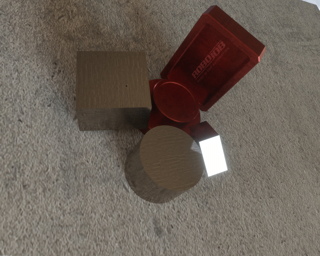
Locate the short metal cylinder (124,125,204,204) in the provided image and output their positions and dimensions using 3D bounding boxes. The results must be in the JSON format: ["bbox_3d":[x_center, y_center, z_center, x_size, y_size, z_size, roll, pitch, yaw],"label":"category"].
[{"bbox_3d":[0.004,0.044,0.367,0.081,0.050,0.080,14,56,-21],"label":"short metal cylinder"}]

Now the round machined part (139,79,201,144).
[{"bbox_3d":[0.013,-0.028,0.421,0.099,0.042,0.098,14,56,-21],"label":"round machined part"}]

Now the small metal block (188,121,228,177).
[{"bbox_3d":[0.060,0.025,0.394,0.025,0.050,0.050,-19,113,-3],"label":"small metal block"}]

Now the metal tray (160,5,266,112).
[{"bbox_3d":[0.067,-0.090,0.429,0.090,0.129,0.030,39,51,-2],"label":"metal tray"}]

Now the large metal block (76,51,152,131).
[{"bbox_3d":[-0.057,-0.044,0.371,0.081,0.050,0.080,-2,62,-10],"label":"large metal block"}]
